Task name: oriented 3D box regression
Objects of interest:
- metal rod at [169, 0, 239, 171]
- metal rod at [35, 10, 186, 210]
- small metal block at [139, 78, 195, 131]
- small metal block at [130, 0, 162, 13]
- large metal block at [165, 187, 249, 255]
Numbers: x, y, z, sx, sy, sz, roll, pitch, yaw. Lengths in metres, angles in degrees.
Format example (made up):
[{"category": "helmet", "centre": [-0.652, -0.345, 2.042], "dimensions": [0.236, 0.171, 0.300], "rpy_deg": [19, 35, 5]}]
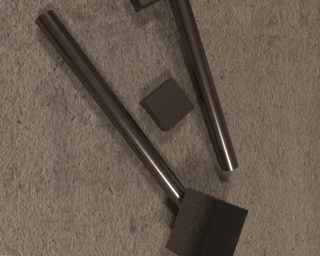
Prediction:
[{"category": "metal rod", "centre": [0.053, -0.080, 0.414], "dimensions": [0.025, 0.025, 0.298], "rpy_deg": [-24, 104, -19]}, {"category": "metal rod", "centre": [-0.049, -0.011, 0.391], "dimensions": [0.025, 0.025, 0.299], "rpy_deg": [-40, 103, -16]}, {"category": "small metal block", "centre": [0.010, -0.031, 0.414], "dimensions": [0.050, 0.025, 0.050], "rpy_deg": [-42, 104, -15]}, {"category": "small metal block", "centre": [-0.019, -0.188, 0.403], "dimensions": [0.050, 0.025, 0.050], "rpy_deg": [-33, 101, -17]}, {"category": "large metal block", "centre": [0.064, 0.131, 0.405], "dimensions": [0.080, 0.050, 0.080], "rpy_deg": [29, 79, -45]}]
